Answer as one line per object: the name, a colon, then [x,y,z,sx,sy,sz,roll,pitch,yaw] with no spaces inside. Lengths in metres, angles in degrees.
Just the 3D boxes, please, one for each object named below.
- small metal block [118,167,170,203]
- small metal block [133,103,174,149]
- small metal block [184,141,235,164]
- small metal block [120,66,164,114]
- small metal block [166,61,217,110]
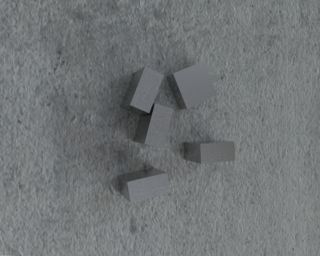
small metal block: [-0.021,0.070,0.389,0.050,0.050,0.025,-10,94,-20]
small metal block: [-0.009,-0.002,0.393,0.025,0.050,0.050,16,85,-20]
small metal block: [0.066,0.031,0.422,0.050,0.050,0.025,-2,91,-20]
small metal block: [-0.024,-0.045,0.388,0.025,0.050,0.050,23,82,-19]
small metal block: [0.044,-0.058,0.426,0.050,0.025,0.050,-25,99,-19]
